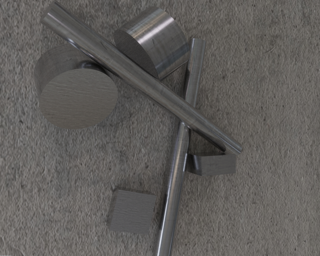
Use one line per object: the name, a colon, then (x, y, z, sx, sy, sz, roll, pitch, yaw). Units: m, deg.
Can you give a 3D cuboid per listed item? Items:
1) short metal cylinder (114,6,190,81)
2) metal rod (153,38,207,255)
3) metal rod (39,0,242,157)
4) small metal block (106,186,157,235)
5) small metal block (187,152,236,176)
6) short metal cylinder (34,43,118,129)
short metal cylinder: (-0.010, -0.098, 0.376, 0.050, 0.080, 0.080, -41, 103, -15)
metal rod: (0.027, 0.028, 0.418, 0.025, 0.025, 0.298, 11, 86, -20)
metal rod: (0.003, -0.037, 0.363, 0.301, 0.025, 0.025, 33, 79, -34)
small metal block: (-0.037, 0.105, 0.396, 0.050, 0.025, 0.050, 14, 85, -20)
small metal block: (0.067, 0.047, 0.421, 0.050, 0.050, 0.025, -1, 91, -20)
short metal cylinder: (-0.093, -0.045, 0.340, 0.081, 0.050, 0.080, -17, 138, -15)
